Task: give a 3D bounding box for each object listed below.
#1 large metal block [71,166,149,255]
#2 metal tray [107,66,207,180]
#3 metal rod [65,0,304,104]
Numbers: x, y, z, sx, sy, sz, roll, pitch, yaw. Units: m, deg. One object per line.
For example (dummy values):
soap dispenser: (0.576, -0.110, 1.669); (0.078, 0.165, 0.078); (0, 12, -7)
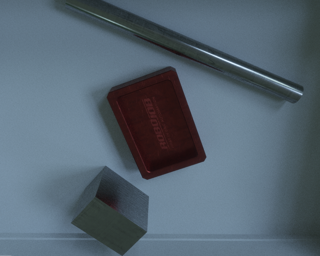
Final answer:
large metal block: (-0.063, 0.110, 0.422); (0.080, 0.080, 0.050); (39, 105, -13)
metal tray: (-0.002, -0.004, 0.406); (0.090, 0.030, 0.129); (-19, 109, 6)
metal rod: (0.036, -0.096, 0.376); (0.302, 0.025, 0.025); (21, 109, -8)
